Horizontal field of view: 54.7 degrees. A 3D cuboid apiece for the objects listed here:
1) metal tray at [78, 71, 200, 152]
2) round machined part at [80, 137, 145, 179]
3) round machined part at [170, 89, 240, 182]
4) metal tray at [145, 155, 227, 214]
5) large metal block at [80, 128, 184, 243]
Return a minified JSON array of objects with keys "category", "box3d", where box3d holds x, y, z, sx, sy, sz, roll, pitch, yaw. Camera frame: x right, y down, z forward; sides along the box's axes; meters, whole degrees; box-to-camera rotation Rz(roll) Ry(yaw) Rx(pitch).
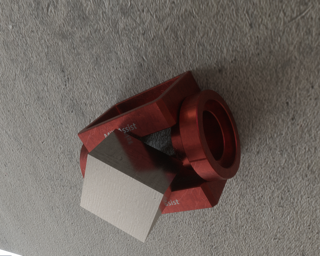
[{"category":"metal tray","box3d":[-0.025,-0.018,0.368,0.130,0.090,0.030,-19,108,35]},{"category":"round machined part","box3d":[-0.055,0.044,0.415,0.042,0.098,0.098,-17,110,34]},{"category":"round machined part","box3d":[0.048,0.010,0.341,0.042,0.098,0.098,-17,110,34]},{"category":"metal tray","box3d":[0.021,0.067,0.394,0.130,0.090,0.030,-19,109,35]},{"category":"large metal block","box3d":[-0.032,0.060,0.325,0.080,0.050,0.079,26,128,11]}]
